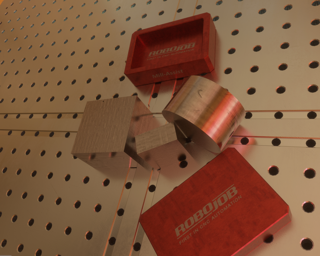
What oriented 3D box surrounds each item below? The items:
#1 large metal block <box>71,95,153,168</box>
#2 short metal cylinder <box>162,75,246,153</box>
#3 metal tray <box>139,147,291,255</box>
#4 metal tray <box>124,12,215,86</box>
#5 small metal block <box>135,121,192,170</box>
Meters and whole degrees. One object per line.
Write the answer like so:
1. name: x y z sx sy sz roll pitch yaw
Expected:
1. large metal block: -0.062 0.007 0.419 0.080 0.050 0.080 -4 60 25
2. short metal cylinder: 0.049 -0.015 0.355 0.080 0.080 0.050 29 78 37
3. metal tray: 0.053 0.093 0.320 0.130 0.030 0.090 -38 51 2
4. metal tray: 0.015 -0.117 0.467 0.130 0.030 0.090 -7 59 24
5. small metal block: 0.005 0.023 0.374 0.050 0.050 0.025 -21 54 15
